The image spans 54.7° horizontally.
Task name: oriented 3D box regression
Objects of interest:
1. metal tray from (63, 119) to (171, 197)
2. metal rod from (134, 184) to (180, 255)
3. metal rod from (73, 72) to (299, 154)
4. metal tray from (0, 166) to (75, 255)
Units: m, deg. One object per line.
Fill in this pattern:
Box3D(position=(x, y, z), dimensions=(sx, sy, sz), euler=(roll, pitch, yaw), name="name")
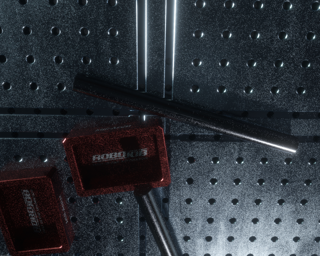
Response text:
Box3D(position=(-0.055, 0.042, 0.425), dimensions=(0.131, 0.030, 0.089), euler=(-8, 110, 2), name="metal tray")
Box3D(position=(0.023, 0.208, 0.474), dimensions=(0.025, 0.025, 0.298), euler=(-17, 116, 6), name="metal rod")
Box3D(position=(0.039, -0.017, 0.407), dimensions=(0.302, 0.025, 0.025), euler=(16, 109, -7), name="metal rod")
Box3D(position=(-0.186, 0.124, 0.453), dimensions=(0.091, 0.030, 0.129), euler=(-6, 110, 2), name="metal tray")
